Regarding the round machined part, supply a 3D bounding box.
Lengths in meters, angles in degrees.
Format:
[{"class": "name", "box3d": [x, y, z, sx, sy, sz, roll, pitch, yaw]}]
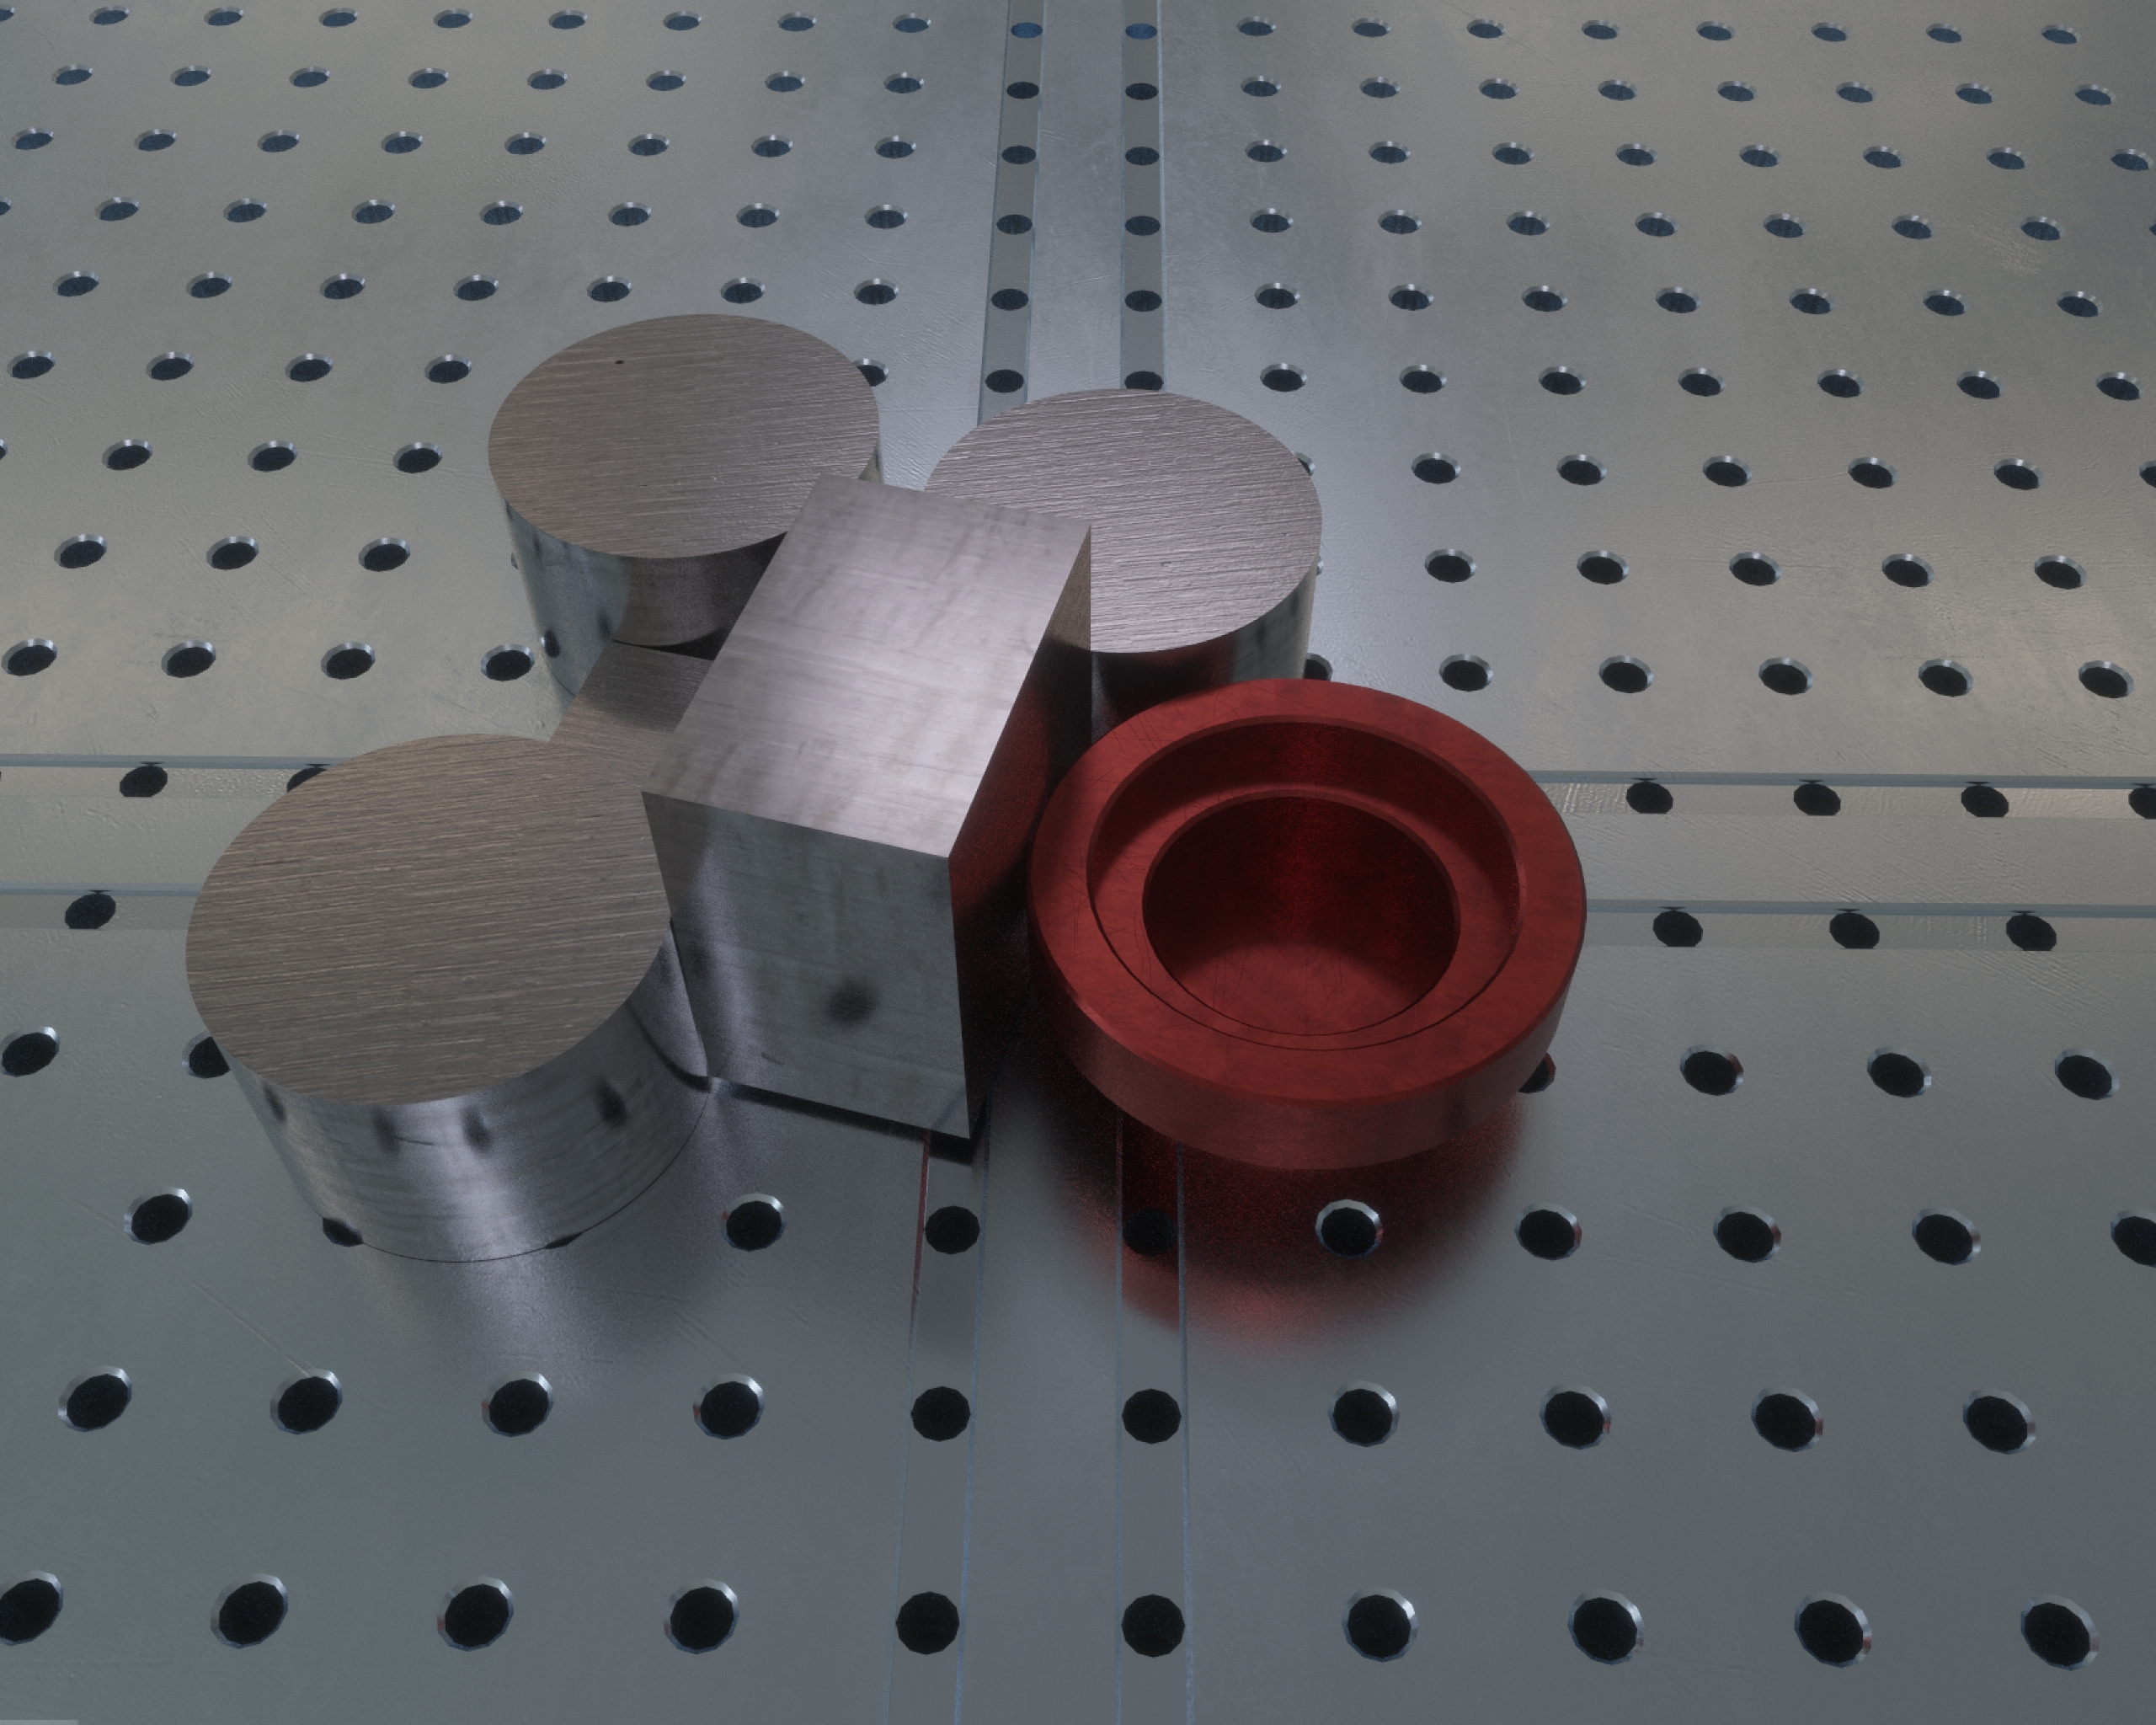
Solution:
[{"class": "round machined part", "box3d": [0.040, 0.015, 0.384, 0.099, 0.042, 0.098, 0, 50, 0]}]

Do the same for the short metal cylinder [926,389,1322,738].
[{"class": "short metal cylinder", "box3d": [0.009, -0.054, 0.436, 0.080, 0.050, 0.080, 0, 50, 0]}]

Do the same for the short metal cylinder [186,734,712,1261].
[{"class": "short metal cylinder", "box3d": [-0.108, 0.023, 0.371, 0.080, 0.050, 0.080, 0, 50, 0]}]

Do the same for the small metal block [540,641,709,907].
[{"class": "small metal block", "box3d": [-0.079, -0.014, 0.418, 0.050, 0.025, 0.050, 12, 51, 9]}]

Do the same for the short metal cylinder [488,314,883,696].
[{"class": "short metal cylinder", "box3d": [-0.082, -0.074, 0.453, 0.080, 0.050, 0.080, 0, 50, 0]}]

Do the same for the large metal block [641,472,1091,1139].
[{"class": "large metal block", "box3d": [-0.033, -0.010, 0.376, 0.050, 0.080, 0.080, 12, 51, 10]}]
